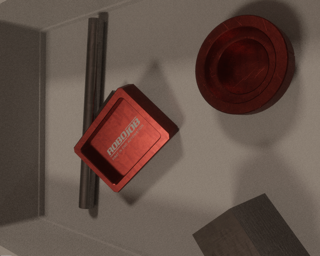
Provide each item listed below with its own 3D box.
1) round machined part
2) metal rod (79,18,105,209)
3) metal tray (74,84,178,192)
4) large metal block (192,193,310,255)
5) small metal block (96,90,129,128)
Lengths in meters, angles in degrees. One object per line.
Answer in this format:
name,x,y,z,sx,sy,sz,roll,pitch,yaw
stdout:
round machined part,0.089,-0.062,0.321,0.098,0.042,0.097,0,90,39
metal rod,-0.109,-0.021,0.493,0.025,0.025,0.298,6,94,39
metal tray,-0.050,0.016,0.420,0.090,0.030,0.129,44,119,4
large metal block,0.091,0.116,0.295,0.050,0.081,0.080,-46,63,30
small metal block,-0.062,-0.019,0.456,0.050,0.025,0.050,-49,61,28
